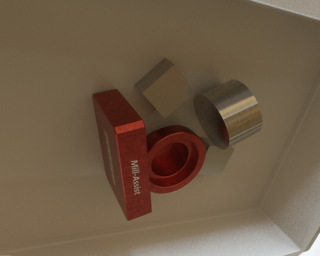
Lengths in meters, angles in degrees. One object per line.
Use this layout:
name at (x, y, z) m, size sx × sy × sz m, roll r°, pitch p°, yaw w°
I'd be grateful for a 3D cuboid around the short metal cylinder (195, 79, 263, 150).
short metal cylinder at (0.089, -0.018, 0.411) m, size 0.050 × 0.080 × 0.080 m, roll -26°, pitch 128°, yaw -13°

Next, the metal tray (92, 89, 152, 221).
metal tray at (-0.044, 0.031, 0.361) m, size 0.030 × 0.090 × 0.129 m, roll -16°, pitch 125°, yaw -19°

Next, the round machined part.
round machined part at (0.010, 0.038, 0.424) m, size 0.099 × 0.042 × 0.097 m, roll -14°, pitch 125°, yaw -21°

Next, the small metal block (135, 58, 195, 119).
small metal block at (0.006, -0.048, 0.382) m, size 0.050 × 0.025 × 0.050 m, roll -42°, pitch 128°, yaw 1°

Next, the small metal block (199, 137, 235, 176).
small metal block at (0.079, 0.045, 0.480) m, size 0.050 × 0.025 × 0.050 m, roll 10°, pitch 113°, yaw -32°
